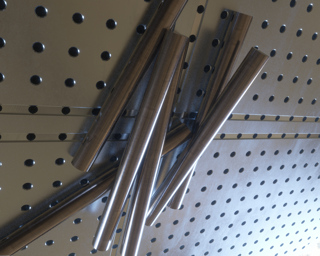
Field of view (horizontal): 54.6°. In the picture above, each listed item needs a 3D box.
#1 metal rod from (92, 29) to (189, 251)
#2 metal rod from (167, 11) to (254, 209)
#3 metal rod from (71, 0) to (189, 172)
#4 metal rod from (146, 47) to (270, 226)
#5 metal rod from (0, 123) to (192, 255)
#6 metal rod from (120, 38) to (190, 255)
[{"bbox_3d":[-0.032,0.031,0.379,0.025,0.025,0.298,8,114,-32],"label":"metal rod"},{"bbox_3d":[0.062,-0.009,0.438,0.025,0.025,0.298,3,117,-30],"label":"metal rod"},{"bbox_3d":[-0.022,-0.077,0.351,0.025,0.025,0.299,22,107,-36],"label":"metal rod"},{"bbox_3d":[0.049,0.027,0.426,0.025,0.025,0.298,13,120,-34],"label":"metal rod"},{"bbox_3d":[-0.087,0.083,0.414,0.301,0.025,0.025,-32,129,-7],"label":"metal rod"},{"bbox_3d":[-0.010,0.034,0.396,0.025,0.025,0.298,5,107,-31],"label":"metal rod"}]
